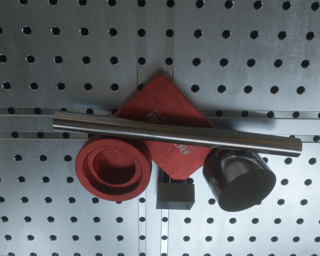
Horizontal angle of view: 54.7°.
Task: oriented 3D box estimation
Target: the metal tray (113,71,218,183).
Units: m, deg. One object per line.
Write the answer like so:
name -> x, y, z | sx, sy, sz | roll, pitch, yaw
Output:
metal tray -> 0.014, 0.001, 0.413 | 0.090, 0.030, 0.130 | -42, 106, 13

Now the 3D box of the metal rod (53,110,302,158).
metal rod -> 0.024, 0.008, 0.383 | 0.302, 0.025, 0.025 | 7, 110, -3

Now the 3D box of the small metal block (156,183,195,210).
small metal block -> 0.020, 0.097, 0.435 | 0.050, 0.025, 0.050 | 2, 153, -2

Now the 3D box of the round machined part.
round machined part -> -0.059, 0.047, 0.416 | 0.099, 0.042, 0.097 | 2, 116, 4

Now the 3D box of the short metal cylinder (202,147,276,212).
short metal cylinder -> 0.103, 0.065, 0.409 | 0.081, 0.050, 0.079 | -11, 131, -13
